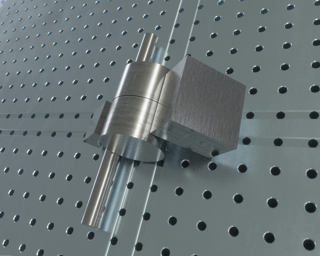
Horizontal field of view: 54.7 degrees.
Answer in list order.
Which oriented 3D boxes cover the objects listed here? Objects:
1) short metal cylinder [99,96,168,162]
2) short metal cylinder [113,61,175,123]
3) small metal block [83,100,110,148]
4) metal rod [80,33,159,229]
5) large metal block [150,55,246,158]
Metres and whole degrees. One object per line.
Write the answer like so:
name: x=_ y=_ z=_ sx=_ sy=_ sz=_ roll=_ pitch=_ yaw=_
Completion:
short metal cylinder: x=-0.028 y=0.003 z=0.380 sx=0.080 sy=0.080 sz=0.050 roll=1 pitch=62 yaw=28
short metal cylinder: x=-0.016 y=-0.042 z=0.402 sx=0.080 sy=0.080 sz=0.050 roll=1 pitch=62 yaw=28
small metal block: x=-0.080 y=-0.004 z=0.434 sx=0.050 sy=0.025 sz=0.050 roll=-29 pitch=41 yaw=56
metal rod: x=-0.049 y=-0.013 z=0.436 sx=0.025 sy=0.025 sz=0.300 roll=1 pitch=62 yaw=28
large metal block: x=0.044 y=-0.021 z=0.349 sx=0.050 sy=0.080 sz=0.080 roll=-32 pitch=39 yaw=59
